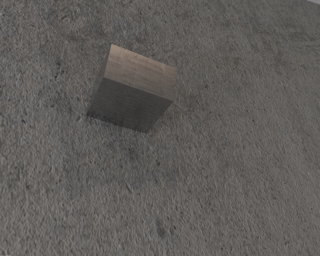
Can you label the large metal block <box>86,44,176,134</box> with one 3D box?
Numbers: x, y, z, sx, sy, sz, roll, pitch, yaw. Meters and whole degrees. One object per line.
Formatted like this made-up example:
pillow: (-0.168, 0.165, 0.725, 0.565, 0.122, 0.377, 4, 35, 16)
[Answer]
large metal block: (-0.036, -0.043, 0.375, 0.080, 0.080, 0.050, 17, 55, -18)
